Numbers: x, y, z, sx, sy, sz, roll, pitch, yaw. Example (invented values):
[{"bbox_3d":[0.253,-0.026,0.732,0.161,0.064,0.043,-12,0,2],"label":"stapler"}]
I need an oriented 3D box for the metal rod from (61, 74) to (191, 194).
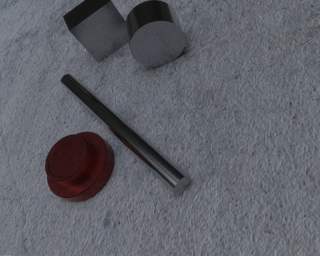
[{"bbox_3d":[-0.067,-0.009,0.442,0.025,0.025,0.300,-47,52,-5],"label":"metal rod"}]

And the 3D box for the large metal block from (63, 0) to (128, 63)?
[{"bbox_3d":[-0.101,-0.172,0.525,0.080,0.080,0.050,-34,52,5],"label":"large metal block"}]

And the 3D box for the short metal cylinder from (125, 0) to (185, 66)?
[{"bbox_3d":[-0.008,-0.138,0.456,0.080,0.080,0.050,-23,54,14],"label":"short metal cylinder"}]

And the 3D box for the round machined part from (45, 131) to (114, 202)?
[{"bbox_3d":[-0.116,0.047,0.423,0.098,0.042,0.098,-13,56,20],"label":"round machined part"}]
